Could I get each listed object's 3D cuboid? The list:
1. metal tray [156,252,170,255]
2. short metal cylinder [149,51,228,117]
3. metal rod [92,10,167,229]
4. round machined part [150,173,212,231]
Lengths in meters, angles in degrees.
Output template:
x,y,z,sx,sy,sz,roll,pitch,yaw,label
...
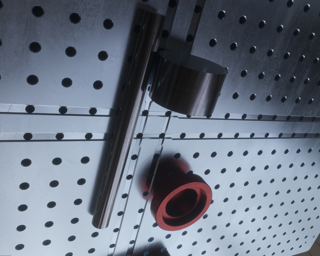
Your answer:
x,y,z,sx,sy,sz,roll,pitch,yaw,label
-0.040,0.286,0.564,0.131,0.030,0.089,-8,122,-25,metal tray
0.032,-0.054,0.361,0.081,0.080,0.050,1,118,-29,short metal cylinder
-0.046,0.007,0.391,0.025,0.025,0.298,3,117,-30,metal rod
0.029,0.111,0.487,0.099,0.042,0.097,-14,124,-21,round machined part
